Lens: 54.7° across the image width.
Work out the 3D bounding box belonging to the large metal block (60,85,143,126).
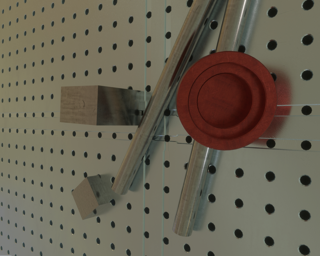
[{"bbox_3d":[-0.083,-0.031,0.439,0.080,0.081,0.050,5,93,39],"label":"large metal block"}]

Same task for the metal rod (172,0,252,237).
[{"bbox_3d":[0.059,-0.015,0.359,0.025,0.025,0.298,20,103,38],"label":"metal rod"}]

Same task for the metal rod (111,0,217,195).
[{"bbox_3d":[0.000,-0.037,0.407,0.025,0.025,0.298,38,113,33],"label":"metal rod"}]

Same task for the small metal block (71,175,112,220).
[{"bbox_3d":[-0.111,0.111,0.498,0.050,0.025,0.050,-44,64,31],"label":"small metal block"}]

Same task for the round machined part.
[{"bbox_3d":[0.065,-0.029,0.322,0.099,0.042,0.097,0,101,-1],"label":"round machined part"}]
